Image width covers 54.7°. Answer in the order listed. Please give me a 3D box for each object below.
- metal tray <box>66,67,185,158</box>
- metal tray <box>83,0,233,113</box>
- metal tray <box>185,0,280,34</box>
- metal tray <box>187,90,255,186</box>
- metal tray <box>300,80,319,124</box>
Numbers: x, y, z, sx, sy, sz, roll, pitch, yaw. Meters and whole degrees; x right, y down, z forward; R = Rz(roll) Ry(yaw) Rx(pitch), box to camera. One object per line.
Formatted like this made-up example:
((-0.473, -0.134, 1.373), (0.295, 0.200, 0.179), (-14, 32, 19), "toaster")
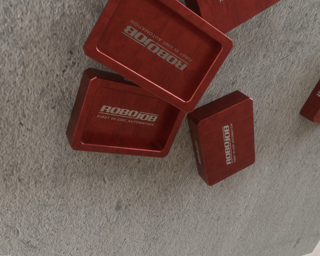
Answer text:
((-0.036, -0.013, 0.375), (0.131, 0.030, 0.089), (9, 114, -32), "metal tray")
((-0.001, -0.085, 0.321), (0.131, 0.030, 0.090), (28, 98, -20), "metal tray")
((0.089, -0.169, 0.347), (0.131, 0.030, 0.090), (-32, 129, -7), "metal tray")
((0.096, 0.018, 0.467), (0.091, 0.030, 0.129), (-25, 128, -13), "metal tray")
((0.309, -0.066, 0.532), (0.091, 0.030, 0.129), (12, 112, -33), "metal tray")
